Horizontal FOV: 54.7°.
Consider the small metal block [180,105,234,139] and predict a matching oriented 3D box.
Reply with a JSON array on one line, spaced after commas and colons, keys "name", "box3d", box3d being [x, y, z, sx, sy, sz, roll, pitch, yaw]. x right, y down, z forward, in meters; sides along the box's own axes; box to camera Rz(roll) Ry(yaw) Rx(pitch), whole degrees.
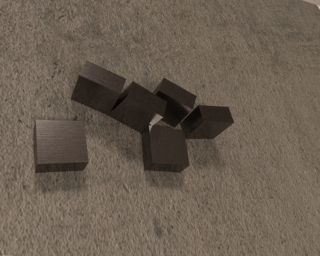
[{"name": "small metal block", "box3d": [0.064, -0.007, 0.429, 0.050, 0.050, 0.025, 1, 62, -28]}]

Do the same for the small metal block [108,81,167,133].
[{"name": "small metal block", "box3d": [-0.028, -0.024, 0.385, 0.050, 0.050, 0.025, 30, 51, -21]}]

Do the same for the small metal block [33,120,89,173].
[{"name": "small metal block", "box3d": [-0.108, 0.019, 0.335, 0.050, 0.025, 0.050, 1, 61, -28]}]

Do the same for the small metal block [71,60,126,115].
[{"name": "small metal block", "box3d": [-0.075, -0.047, 0.377, 0.050, 0.050, 0.025, 24, 53, -14]}]

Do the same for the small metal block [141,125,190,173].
[{"name": "small metal block", "box3d": [0.006, 0.027, 0.392, 0.050, 0.025, 0.050, 8, 58, -25]}]

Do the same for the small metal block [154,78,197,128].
[{"name": "small metal block", "box3d": [0.013, -0.033, 0.416, 0.050, 0.050, 0.025, 28, 52, -11]}]
